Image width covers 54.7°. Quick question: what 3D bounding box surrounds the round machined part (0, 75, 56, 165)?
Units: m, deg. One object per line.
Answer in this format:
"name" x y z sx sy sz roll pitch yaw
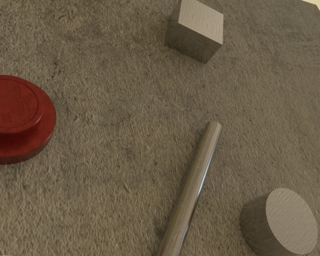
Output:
"round machined part" -0.158 -0.015 0.318 0.099 0.042 0.098 14 56 -21

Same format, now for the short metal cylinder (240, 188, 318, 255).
"short metal cylinder" 0.151 0.123 0.396 0.081 0.050 0.080 14 56 -21

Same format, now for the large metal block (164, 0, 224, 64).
"large metal block" 0.058 -0.167 0.523 0.080 0.050 0.080 21 54 -16

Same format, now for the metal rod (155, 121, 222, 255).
"metal rod" 0.024 0.104 0.354 0.025 0.025 0.301 33 51 -7
